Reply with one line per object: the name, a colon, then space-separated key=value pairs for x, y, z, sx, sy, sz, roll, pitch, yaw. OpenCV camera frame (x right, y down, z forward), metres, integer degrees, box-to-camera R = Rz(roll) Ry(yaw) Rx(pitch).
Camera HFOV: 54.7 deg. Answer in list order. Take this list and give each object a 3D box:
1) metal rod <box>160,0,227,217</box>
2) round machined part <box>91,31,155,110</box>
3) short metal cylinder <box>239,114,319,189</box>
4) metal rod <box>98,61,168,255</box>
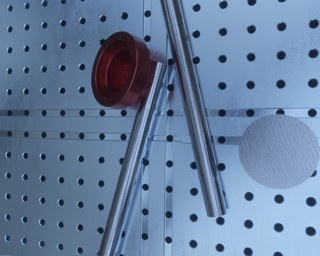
metal rod: x=0.040 y=-0.038 z=0.398 sx=0.025 sy=0.025 sz=0.298 roll=-14 pitch=86 yaw=19
round machined part: x=-0.045 y=-0.072 z=0.406 sx=0.098 sy=0.042 sz=0.098 roll=-10 pitch=75 yaw=45
short metal cylinder: x=0.134 y=0.025 z=0.352 sx=0.080 sy=0.050 sz=0.080 roll=0 pitch=90 yaw=20
metal rod: x=-0.041 y=0.057 z=0.426 sx=0.025 sy=0.025 sz=0.298 roll=17 pitch=96 yaw=19
